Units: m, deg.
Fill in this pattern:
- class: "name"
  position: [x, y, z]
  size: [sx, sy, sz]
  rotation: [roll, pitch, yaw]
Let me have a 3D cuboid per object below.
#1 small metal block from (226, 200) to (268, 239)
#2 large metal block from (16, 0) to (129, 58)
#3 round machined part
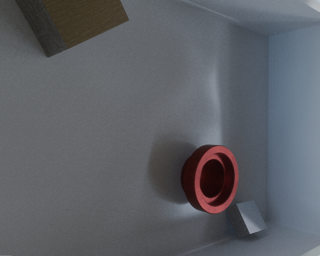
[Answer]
- class: "small metal block"
  position: [0.144, 0.152, 0.516]
  size: [0.050, 0.025, 0.050]
  rotation: [3, 55, -40]
- class: "large metal block"
  position: [-0.091, -0.128, 0.315]
  size: [0.080, 0.050, 0.080]
  rotation: [-39, 114, -33]
- class: "round machined part"
  position: [0.069, 0.073, 0.456]
  size: [0.099, 0.042, 0.097]
  rotation: [0, 90, -40]
